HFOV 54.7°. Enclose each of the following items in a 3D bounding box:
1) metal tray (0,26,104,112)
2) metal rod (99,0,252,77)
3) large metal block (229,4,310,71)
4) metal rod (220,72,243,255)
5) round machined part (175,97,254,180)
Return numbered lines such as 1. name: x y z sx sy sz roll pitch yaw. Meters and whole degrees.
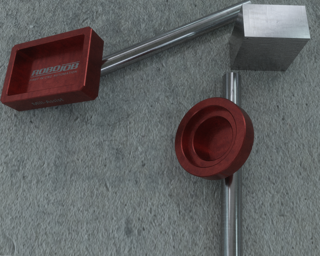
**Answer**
1. metal tray: -0.141 -0.075 0.406 0.130 0.030 0.090 -6 69 21
2. metal rod: 0.001 -0.124 0.453 0.302 0.025 0.025 -25 72 -9
3. large metal block: 0.145 -0.121 0.425 0.081 0.080 0.050 2 70 0
4. metal rod: 0.089 0.068 0.384 0.025 0.025 0.299 5 70 1
5. round machined part: 0.069 0.015 0.377 0.098 0.042 0.098 -19 59 37
